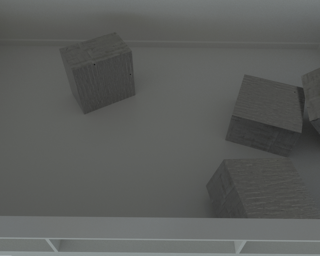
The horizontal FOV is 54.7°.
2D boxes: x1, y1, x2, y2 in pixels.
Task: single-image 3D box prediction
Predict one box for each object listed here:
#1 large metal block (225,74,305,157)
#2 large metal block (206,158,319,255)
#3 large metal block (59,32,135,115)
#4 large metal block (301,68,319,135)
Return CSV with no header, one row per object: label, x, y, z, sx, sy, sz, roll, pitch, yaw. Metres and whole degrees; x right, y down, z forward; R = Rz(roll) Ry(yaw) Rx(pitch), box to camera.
large metal block,0.138,-0.018,0.405,0.080,0.050,0.080,16,52,13
large metal block,0.103,0.078,0.313,0.081,0.050,0.080,1,48,-19
large metal block,-0.084,-0.076,0.432,0.081,0.080,0.050,-24,54,-19
large metal block,0.223,-0.024,0.385,0.050,0.080,0.080,-25,38,37
